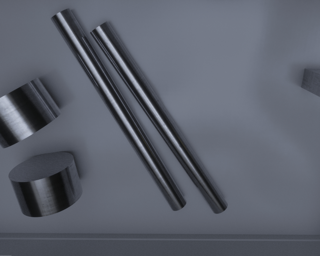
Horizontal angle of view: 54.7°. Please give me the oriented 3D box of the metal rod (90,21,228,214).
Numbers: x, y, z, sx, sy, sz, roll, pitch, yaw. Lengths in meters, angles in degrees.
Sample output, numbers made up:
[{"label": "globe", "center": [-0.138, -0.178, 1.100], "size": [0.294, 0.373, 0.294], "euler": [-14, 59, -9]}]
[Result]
[{"label": "metal rod", "center": [0.008, -0.001, 0.410], "size": [0.025, 0.025, 0.299], "euler": [-31, 108, 10]}]

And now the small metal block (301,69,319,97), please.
[{"label": "small metal block", "center": [0.212, -0.056, 0.380], "size": [0.050, 0.050, 0.025], "euler": [1, 110, -1]}]

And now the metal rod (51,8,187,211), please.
[{"label": "metal rod", "center": [-0.044, -0.010, 0.406], "size": [0.025, 0.025, 0.299], "euler": [-27, 108, 9]}]

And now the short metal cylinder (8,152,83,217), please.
[{"label": "short metal cylinder", "center": [-0.148, 0.071, 0.406], "size": [0.080, 0.080, 0.050], "euler": [-8, 110, 2]}]

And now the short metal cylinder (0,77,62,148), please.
[{"label": "short metal cylinder", "center": [-0.168, -0.019, 0.373], "size": [0.080, 0.080, 0.050], "euler": [-27, 108, 9]}]
